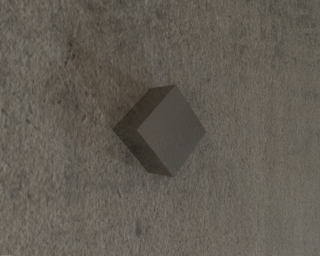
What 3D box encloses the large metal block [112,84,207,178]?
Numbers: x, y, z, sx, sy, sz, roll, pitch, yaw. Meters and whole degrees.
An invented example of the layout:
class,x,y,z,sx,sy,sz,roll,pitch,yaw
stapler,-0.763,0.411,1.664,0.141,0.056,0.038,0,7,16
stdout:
class,x,y,z,sx,sy,sz,roll,pitch,yaw
large metal block,0.002,0.003,0.392,0.080,0.050,0.080,-51,120,-28
